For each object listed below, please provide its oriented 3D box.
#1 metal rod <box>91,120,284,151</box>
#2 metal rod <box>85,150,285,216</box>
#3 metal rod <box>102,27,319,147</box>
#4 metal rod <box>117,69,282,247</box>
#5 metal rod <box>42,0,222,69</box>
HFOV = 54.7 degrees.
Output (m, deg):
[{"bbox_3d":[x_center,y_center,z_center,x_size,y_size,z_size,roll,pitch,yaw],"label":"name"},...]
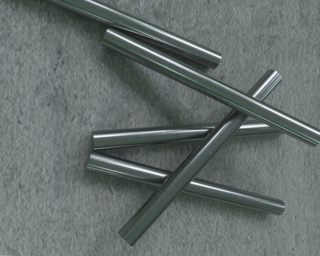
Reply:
[{"bbox_3d":[0.059,0.006,0.432,0.303,0.025,0.025,-4,92,-20],"label":"metal rod"},{"bbox_3d":[0.048,0.081,0.428,0.302,0.025,0.025,17,84,-20],"label":"metal rod"},{"bbox_3d":[0.069,-0.050,0.396,0.301,0.025,0.025,25,81,-4],"label":"metal rod"},{"bbox_3d":[0.061,0.029,0.405,0.301,0.025,0.025,-45,105,-15],"label":"metal rod"},{"bbox_3d":[-0.056,-0.137,0.388,0.302,0.025,0.025,17,84,-20],"label":"metal rod"}]
